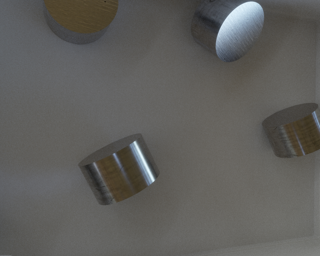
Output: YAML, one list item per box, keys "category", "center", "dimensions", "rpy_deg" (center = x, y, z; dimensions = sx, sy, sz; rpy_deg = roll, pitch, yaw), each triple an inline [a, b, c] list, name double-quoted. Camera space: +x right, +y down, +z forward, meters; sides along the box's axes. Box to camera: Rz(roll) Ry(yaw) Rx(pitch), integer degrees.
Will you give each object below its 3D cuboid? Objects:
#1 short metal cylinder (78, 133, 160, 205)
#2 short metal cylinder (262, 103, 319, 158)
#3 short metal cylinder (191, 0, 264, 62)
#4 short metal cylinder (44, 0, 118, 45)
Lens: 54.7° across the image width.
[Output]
- category: "short metal cylinder"
  center: [-0.047, 0.046, 0.364]
  dimensions: [0.080, 0.080, 0.050]
  rpy_deg: [-28, 100, -18]
- category: "short metal cylinder"
  center: [0.198, 0.003, 0.454]
  dimensions: [0.080, 0.080, 0.050]
  rpy_deg: [-28, 100, -18]
- category: "short metal cylinder"
  center: [0.089, -0.134, 0.408]
  dimensions: [0.081, 0.050, 0.080]
  rpy_deg: [-24, 139, -23]
- category: "short metal cylinder"
  center: [-0.094, -0.144, 0.362]
  dimensions: [0.081, 0.050, 0.080]
  rpy_deg: [0, 90, -20]
